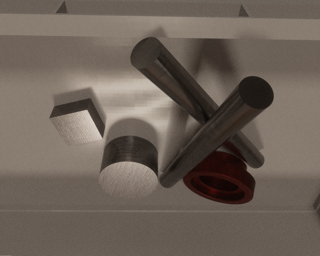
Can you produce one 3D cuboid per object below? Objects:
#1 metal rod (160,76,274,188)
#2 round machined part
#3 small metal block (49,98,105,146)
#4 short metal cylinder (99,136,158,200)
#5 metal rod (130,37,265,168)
[{"bbox_3d":[0.038,0.029,0.344,0.025,0.025,0.299,8,158,-8],"label":"metal rod"},{"bbox_3d":[0.086,0.068,0.442,0.098,0.042,0.098,16,149,10],"label":"round machined part"},{"bbox_3d":[-0.106,-0.007,0.402,0.050,0.025,0.050,-12,130,9],"label":"small metal block"},{"bbox_3d":[-0.043,0.057,0.441,0.081,0.050,0.079,0,130,0],"label":"short metal cylinder"},{"bbox_3d":[0.065,-0.002,0.334,0.025,0.025,0.301,-27,149,21],"label":"metal rod"}]
